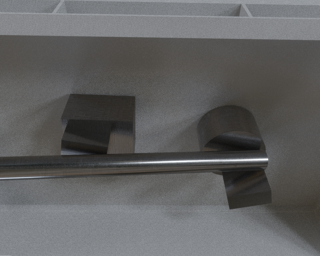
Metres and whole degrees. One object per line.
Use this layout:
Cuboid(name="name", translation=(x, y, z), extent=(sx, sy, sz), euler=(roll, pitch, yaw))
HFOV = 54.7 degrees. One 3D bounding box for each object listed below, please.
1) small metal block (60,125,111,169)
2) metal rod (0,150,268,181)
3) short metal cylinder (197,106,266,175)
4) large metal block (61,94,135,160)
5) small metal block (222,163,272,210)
Cuboid(name="small metal block", translation=(-0.088, 0.028, 0.363), extent=(0.050, 0.025, 0.050), euler=(10, 129, -9))
Cuboid(name="metal rod", translation=(-0.024, 0.041, 0.349), extent=(0.302, 0.025, 0.025), euler=(-1, 131, -10))
Cuboid(name="short metal cylinder", translation=(0.091, 0.018, 0.407), extent=(0.081, 0.050, 0.079), euler=(0, 130, 0))
Cuboid(name="large metal block", translation=(-0.073, 0.005, 0.392), extent=(0.081, 0.050, 0.079), euler=(2, 130, -2))
Cuboid(name="small metal block", translation=(0.106, 0.069, 0.384), extent=(0.050, 0.050, 0.025), euler=(-11, 129, 9))
